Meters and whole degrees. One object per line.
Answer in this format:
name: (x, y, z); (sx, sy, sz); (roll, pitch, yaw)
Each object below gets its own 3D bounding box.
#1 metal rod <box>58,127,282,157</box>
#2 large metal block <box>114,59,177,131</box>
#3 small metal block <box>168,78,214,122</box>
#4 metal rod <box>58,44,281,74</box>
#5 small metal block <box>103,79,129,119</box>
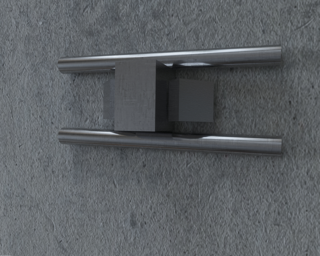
metal rod: (-0.001, 0.017, 0.410); (0.301, 0.025, 0.025); (2, 91, 19)
large metal block: (-0.015, -0.037, 0.388); (0.050, 0.080, 0.079); (1, 90, 20)
small metal block: (0.038, -0.033, 0.381); (0.025, 0.050, 0.050); (1, 90, 61)
metal rod: (-0.002, -0.089, 0.410); (0.301, 0.025, 0.025); (2, 91, 19)
small metal block: (-0.059, -0.037, 0.415); (0.025, 0.050, 0.050); (1, 91, -20)
